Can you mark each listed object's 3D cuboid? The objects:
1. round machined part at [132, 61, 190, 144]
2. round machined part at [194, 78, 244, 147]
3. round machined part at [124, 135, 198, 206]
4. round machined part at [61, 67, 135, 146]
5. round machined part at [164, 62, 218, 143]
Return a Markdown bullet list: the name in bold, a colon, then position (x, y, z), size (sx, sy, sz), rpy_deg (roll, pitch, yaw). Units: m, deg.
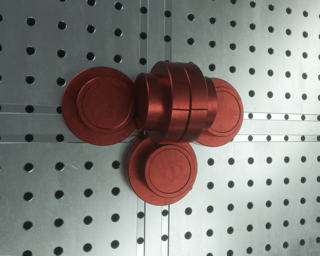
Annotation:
- **round machined part**: position (-0.005, -0.030, 0.366), size (0.042, 0.098, 0.097), rpy_deg (1, 90, -20)
- **round machined part**: position (0.076, -0.022, 0.432), size (0.099, 0.042, 0.097), rpy_deg (0, 90, -21)
- **round machined part**: position (0.006, 0.054, 0.407), size (0.099, 0.042, 0.097), rpy_deg (0, 90, -21)
- **round machined part**: position (-0.069, -0.027, 0.379), size (0.099, 0.042, 0.097), rpy_deg (0, 90, -21)
- **round machined part**: position (0.036, -0.031, 0.382), size (0.042, 0.098, 0.097), rpy_deg (-1, 91, -20)
